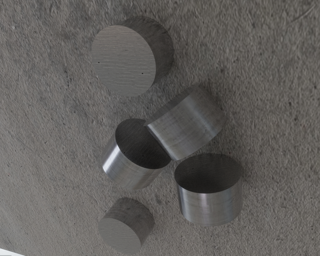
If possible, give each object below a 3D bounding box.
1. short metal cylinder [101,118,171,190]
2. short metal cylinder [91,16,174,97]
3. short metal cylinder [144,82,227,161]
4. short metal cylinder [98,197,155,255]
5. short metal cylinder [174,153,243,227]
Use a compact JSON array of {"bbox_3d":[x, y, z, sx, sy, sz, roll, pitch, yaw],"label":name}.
[{"bbox_3d":[-0.030,0.034,0.408,0.080,0.080,0.050,38,129,2],"label":"short metal cylinder"},{"bbox_3d":[-0.030,-0.083,0.356,0.080,0.050,0.079,13,124,21],"label":"short metal cylinder"},{"bbox_3d":[0.028,-0.008,0.352,0.080,0.080,0.050,-32,101,38],"label":"short metal cylinder"},{"bbox_3d":[-0.056,0.165,0.523,0.080,0.050,0.079,13,124,21],"label":"short metal cylinder"},{"bbox_3d":[0.061,0.074,0.385,0.080,0.080,0.050,5,121,26],"label":"short metal cylinder"}]
